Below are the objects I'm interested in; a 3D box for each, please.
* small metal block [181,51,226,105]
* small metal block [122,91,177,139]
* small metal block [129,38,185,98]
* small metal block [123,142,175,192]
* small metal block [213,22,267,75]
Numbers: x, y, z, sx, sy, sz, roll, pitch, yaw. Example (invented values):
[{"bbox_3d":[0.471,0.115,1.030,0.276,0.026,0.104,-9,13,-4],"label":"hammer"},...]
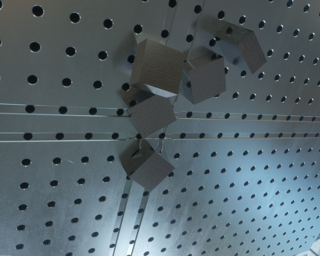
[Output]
[{"bbox_3d":[0.057,-0.065,0.404,0.050,0.025,0.050,-24,128,-14],"label":"small metal block"},{"bbox_3d":[-0.012,-0.022,0.392,0.050,0.025,0.050,-29,129,-11],"label":"small metal block"},{"bbox_3d":[-0.003,-0.067,0.353,0.050,0.025,0.050,15,80,-29],"label":"small metal block"},{"bbox_3d":[-0.015,0.056,0.439,0.050,0.025,0.050,-45,130,2],"label":"small metal block"},{"bbox_3d":[0.101,-0.101,0.390,0.025,0.050,0.050,-43,130,1],"label":"small metal block"}]
